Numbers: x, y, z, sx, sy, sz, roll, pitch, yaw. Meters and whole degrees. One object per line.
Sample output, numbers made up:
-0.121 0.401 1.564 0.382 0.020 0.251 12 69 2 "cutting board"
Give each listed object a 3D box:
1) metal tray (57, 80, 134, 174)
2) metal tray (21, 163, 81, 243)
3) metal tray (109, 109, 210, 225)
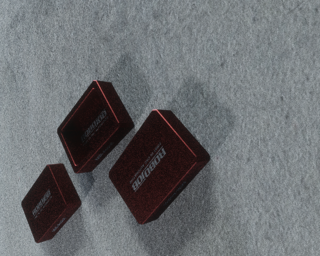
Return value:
-0.106 0.000 0.486 0.129 0.030 0.090 -45 64 30 "metal tray"
-0.202 0.137 0.565 0.129 0.030 0.090 -48 62 29 "metal tray"
-0.007 0.051 0.406 0.090 0.030 0.129 51 119 27 "metal tray"
